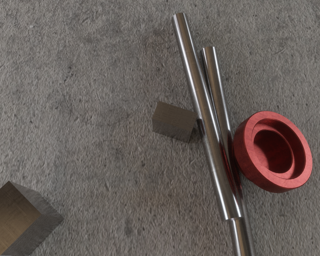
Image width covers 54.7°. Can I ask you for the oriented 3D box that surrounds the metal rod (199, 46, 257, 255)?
[{"bbox_3d":[0.085,0.029,0.398,0.025,0.025,0.299,-5,70,-2],"label":"metal rod"}]

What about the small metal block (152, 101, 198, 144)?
[{"bbox_3d":[0.018,-0.006,0.397,0.050,0.050,0.025,19,72,6],"label":"small metal block"}]

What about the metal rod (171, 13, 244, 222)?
[{"bbox_3d":[0.055,-0.032,0.407,0.025,0.025,0.299,-9,65,-4],"label":"metal rod"}]

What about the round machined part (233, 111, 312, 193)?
[{"bbox_3d":[0.131,0.031,0.377,0.099,0.042,0.098,11,61,-20],"label":"round machined part"}]

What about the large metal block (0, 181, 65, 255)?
[{"bbox_3d":[-0.162,0.110,0.337,0.050,0.080,0.080,40,75,13],"label":"large metal block"}]
